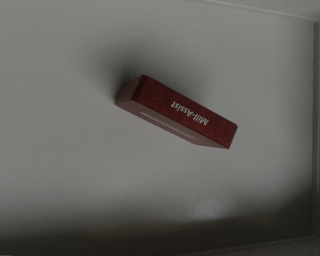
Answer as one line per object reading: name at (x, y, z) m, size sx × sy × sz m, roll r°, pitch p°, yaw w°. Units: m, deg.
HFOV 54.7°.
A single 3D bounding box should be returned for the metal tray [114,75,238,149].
metal tray at (0.017, -0.016, 0.380) m, size 0.131 × 0.090 × 0.030 m, roll 26°, pitch 81°, yaw -19°
